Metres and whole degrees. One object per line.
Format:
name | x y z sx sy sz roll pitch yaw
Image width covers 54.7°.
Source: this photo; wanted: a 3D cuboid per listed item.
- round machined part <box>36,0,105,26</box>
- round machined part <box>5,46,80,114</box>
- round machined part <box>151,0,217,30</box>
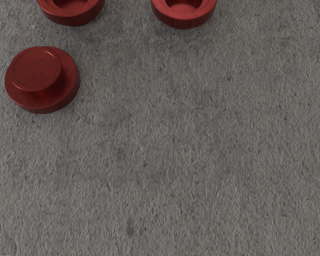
round machined part | -0.132 -0.195 0.469 0.099 0.042 0.098 0 70 0
round machined part | -0.163 -0.072 0.424 0.099 0.042 0.098 0 70 0
round machined part | 0.035 -0.190 0.468 0.099 0.042 0.098 0 70 0
